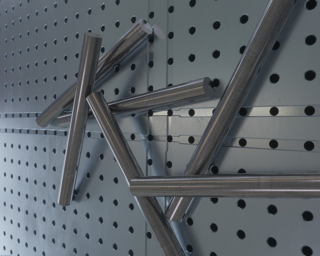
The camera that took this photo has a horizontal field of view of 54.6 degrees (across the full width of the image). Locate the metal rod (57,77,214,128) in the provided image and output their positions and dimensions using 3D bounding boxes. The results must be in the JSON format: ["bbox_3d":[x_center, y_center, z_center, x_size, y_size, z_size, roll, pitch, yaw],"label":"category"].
[{"bbox_3d":[-0.057,-0.030,0.457,0.300,0.025,0.025,-9,85,39],"label":"metal rod"}]

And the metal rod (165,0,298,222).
[{"bbox_3d":[0.075,-0.018,0.348,0.025,0.025,0.298,37,112,34],"label":"metal rod"}]

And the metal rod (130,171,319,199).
[{"bbox_3d":[0.094,0.058,0.310,0.300,0.025,0.025,-7,85,33],"label":"metal rod"}]

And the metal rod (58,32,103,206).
[{"bbox_3d":[-0.130,0.001,0.489,0.025,0.025,0.298,35,121,34],"label":"metal rod"}]

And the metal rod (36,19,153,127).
[{"bbox_3d":[-0.124,-0.076,0.512,0.299,0.025,0.025,-31,71,35],"label":"metal rod"}]

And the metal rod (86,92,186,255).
[{"bbox_3d":[-0.026,0.080,0.413,0.025,0.025,0.299,-39,72,33],"label":"metal rod"}]
